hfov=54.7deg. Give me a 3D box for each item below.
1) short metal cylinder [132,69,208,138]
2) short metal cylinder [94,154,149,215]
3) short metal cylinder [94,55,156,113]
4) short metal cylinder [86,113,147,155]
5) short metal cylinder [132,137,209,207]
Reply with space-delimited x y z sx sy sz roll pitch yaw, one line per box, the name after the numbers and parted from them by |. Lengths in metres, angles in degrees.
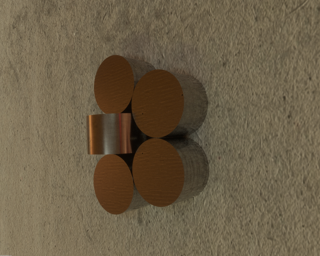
0.011 -0.029 0.380 0.080 0.050 0.080 1 91 40 | short metal cylinder
-0.047 0.074 0.429 0.080 0.050 0.080 0 91 41 | short metal cylinder
-0.046 -0.057 0.428 0.080 0.050 0.080 0 91 41 | short metal cylinder
-0.058 0.008 0.419 0.080 0.081 0.050 -4 88 40 | short metal cylinder
0.012 0.051 0.379 0.080 0.050 0.080 1 91 41 | short metal cylinder
